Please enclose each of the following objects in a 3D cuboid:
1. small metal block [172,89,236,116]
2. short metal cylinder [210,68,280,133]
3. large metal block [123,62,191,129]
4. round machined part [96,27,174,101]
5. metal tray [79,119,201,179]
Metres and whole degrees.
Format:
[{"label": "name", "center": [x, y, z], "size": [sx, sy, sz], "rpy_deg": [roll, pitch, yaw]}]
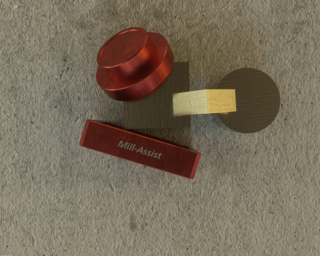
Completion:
[{"label": "small metal block", "center": [0.051, -0.029, 0.353], "size": [0.050, 0.050, 0.025], "rpy_deg": [-6, 94, -41]}, {"label": "short metal cylinder", "center": [0.106, -0.033, 0.400], "size": [0.081, 0.050, 0.080], "rpy_deg": [0, 90, 0]}, {"label": "large metal block", "center": [-0.004, -0.040, 0.400], "size": [0.081, 0.050, 0.080], "rpy_deg": [-1, 90, 0]}, {"label": "round machined part", "center": [-0.036, -0.083, 0.374], "size": [0.098, 0.098, 0.042], "rpy_deg": [-36, 134, 0]}, {"label": "metal tray", "center": [-0.022, 0.023, 0.378], "size": [0.131, 0.090, 0.030], "rpy_deg": [17, 90, 0]}]
